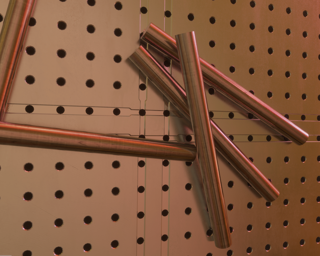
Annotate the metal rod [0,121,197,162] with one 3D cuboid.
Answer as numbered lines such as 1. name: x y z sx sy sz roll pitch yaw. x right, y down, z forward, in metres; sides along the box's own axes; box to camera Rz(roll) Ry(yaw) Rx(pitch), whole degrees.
1. metal rod: -0.090 0.016 0.363 0.302 0.025 0.025 8 87 -26

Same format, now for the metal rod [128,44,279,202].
1. metal rod: 0.071 0.002 0.440 0.300 0.025 0.025 45 76 -15

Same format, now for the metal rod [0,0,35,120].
1. metal rod: -0.176 -0.063 0.347 0.025 0.025 0.298 15 85 -20

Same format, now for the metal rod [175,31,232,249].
1. metal rod: 0.061 0.025 0.415 0.025 0.025 0.298 -17 104 -20

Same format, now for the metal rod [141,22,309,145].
1. metal rod: 0.105 -0.055 0.452 0.301 0.025 0.025 30 80 -18
